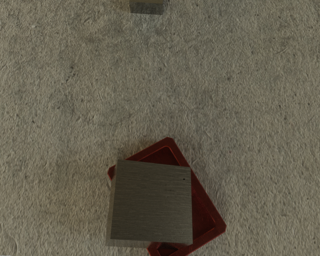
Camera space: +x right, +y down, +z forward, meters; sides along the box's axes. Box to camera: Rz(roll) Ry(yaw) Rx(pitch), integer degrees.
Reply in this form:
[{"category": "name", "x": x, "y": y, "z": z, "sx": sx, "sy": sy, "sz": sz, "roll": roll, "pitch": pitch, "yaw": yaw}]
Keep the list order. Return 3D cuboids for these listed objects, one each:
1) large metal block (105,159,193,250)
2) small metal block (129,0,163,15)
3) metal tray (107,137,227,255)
[{"category": "large metal block", "x": -0.012, "y": 0.084, "z": 0.335, "sx": 0.081, "sy": 0.050, "sz": 0.080, "roll": 8, "pitch": 61, "yaw": -12}, {"category": "small metal block", "x": -0.019, "y": -0.207, "z": 0.483, "sx": 0.050, "sy": 0.025, "sz": 0.050, "roll": 5, "pitch": 70, "yaw": 1}, {"category": "metal tray", "x": 0.006, "y": 0.087, "z": 0.373, "sx": 0.090, "sy": 0.030, "sz": 0.130, "roll": -28, "pitch": 73, "yaw": -10}]
